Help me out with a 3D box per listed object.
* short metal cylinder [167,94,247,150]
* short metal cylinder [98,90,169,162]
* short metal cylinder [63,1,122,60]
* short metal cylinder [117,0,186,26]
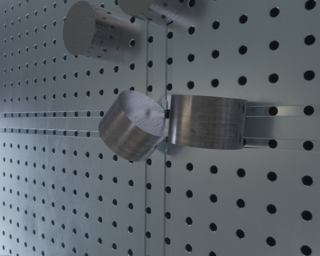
[{"bbox_3d":[0.050,-0.008,0.332,0.080,0.081,0.050,8,95,40],"label":"short metal cylinder"},{"bbox_3d":[-0.031,-0.003,0.399,0.050,0.081,0.080,-49,61,29],"label":"short metal cylinder"},{"bbox_3d":[-0.106,-0.149,0.480,0.080,0.050,0.079,0,90,40],"label":"short metal cylinder"},{"bbox_3d":[-0.011,-0.180,0.402,0.080,0.050,0.079,0,90,40],"label":"short metal cylinder"}]
